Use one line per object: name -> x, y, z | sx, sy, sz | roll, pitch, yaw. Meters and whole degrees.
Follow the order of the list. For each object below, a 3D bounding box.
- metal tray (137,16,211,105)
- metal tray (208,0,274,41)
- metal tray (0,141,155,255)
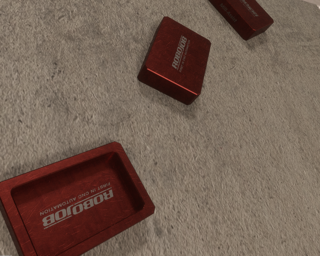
metal tray -> 0.026, -0.107, 0.482 | 0.090, 0.030, 0.130 | 26, 52, -13
metal tray -> 0.167, -0.249, 0.645 | 0.091, 0.030, 0.130 | -32, 80, -38
metal tray -> -0.081, 0.075, 0.311 | 0.131, 0.030, 0.090 | -20, 73, -36
